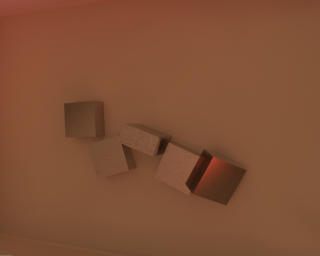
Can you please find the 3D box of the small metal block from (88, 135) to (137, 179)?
[{"bbox_3d":[-0.067,0.040,0.434,0.050,0.025,0.050,-18,84,19],"label":"small metal block"}]

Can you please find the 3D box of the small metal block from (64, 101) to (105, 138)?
[{"bbox_3d":[-0.109,-0.012,0.449,0.050,0.025,0.050,-3,89,20],"label":"small metal block"}]

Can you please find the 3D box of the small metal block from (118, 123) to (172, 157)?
[{"bbox_3d":[-0.018,0.014,0.404,0.050,0.050,0.025,21,97,19],"label":"small metal block"}]

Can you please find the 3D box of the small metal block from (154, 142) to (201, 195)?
[{"bbox_3d":[0.028,0.051,0.401,0.050,0.025,0.050,24,98,18],"label":"small metal block"}]

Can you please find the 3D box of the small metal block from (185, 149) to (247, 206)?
[{"bbox_3d":[0.067,0.059,0.373,0.050,0.025,0.050,23,100,-22],"label":"small metal block"}]
